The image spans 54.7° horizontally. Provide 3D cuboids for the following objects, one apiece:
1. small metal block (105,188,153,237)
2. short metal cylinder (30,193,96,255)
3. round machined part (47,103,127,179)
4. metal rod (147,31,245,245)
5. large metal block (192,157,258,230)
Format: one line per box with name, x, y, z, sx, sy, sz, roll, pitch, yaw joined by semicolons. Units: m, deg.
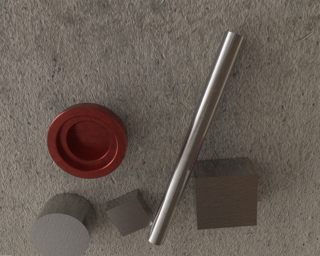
small metal block;-0.044;0.125;0.455;0.050;0.025;0.050;-26;108;8
short metal cylinder;-0.137;0.142;0.447;0.081;0.050;0.079;0;110;-1
round machined part;-0.091;0.014;0.405;0.099;0.042;0.097;0;110;-1
metal rod;0.042;0.024;0.407;0.025;0.025;0.298;18;105;-7
large metal block;0.088;0.090;0.431;0.081;0.050;0.079;-5;110;1
